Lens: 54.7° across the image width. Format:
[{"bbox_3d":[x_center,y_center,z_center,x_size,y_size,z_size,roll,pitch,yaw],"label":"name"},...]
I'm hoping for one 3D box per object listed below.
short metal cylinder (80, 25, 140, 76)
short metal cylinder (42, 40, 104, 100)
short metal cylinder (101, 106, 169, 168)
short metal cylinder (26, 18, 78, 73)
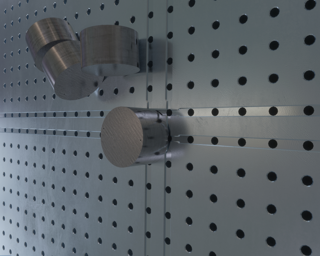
[{"bbox_3d":[-0.069,-0.105,0.431,0.080,0.081,0.050,-4,88,40],"label":"short metal cylinder"},{"bbox_3d":[-0.135,-0.089,0.486,0.080,0.081,0.050,-49,61,29],"label":"short metal cylinder"},{"bbox_3d":[-0.035,0.012,0.422,0.080,0.050,0.080,0,90,40],"label":"short metal cylinder"},{"bbox_3d":[-0.176,-0.136,0.519,0.080,0.081,0.050,-43,64,32],"label":"short metal cylinder"}]
